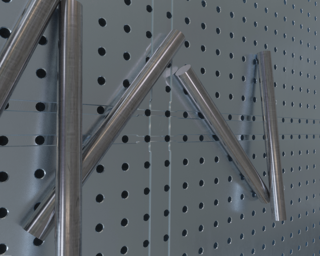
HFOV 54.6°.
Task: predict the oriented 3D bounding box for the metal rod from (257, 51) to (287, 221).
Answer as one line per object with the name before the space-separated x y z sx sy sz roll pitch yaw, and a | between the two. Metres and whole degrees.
metal rod | 0.199 0.011 0.555 0.025 0.025 0.299 0 84 -40

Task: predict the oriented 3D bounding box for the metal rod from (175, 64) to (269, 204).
metal rod | 0.114 0.024 0.503 0.300 0.025 0.025 52 60 -27

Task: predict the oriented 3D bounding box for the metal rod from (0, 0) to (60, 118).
metal rod | -0.148 -0.037 0.284 0.025 0.025 0.299 31 71 -36

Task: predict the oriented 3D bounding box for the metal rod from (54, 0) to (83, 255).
metal rod | -0.090 0.018 0.308 0.025 0.025 0.299 5 79 -40

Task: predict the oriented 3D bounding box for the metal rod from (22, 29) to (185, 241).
metal rod | -0.050 -0.011 0.365 0.025 0.025 0.300 48 62 -30
